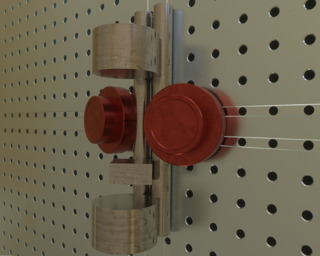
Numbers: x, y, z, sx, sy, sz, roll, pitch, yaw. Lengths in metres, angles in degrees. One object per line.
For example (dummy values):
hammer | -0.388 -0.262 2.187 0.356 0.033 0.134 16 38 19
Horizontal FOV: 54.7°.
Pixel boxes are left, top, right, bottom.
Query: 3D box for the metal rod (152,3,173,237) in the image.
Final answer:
metal rod | 0.003 -0.010 0.406 0.025 0.025 0.298 1 91 40

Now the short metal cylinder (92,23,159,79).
short metal cylinder | -0.041 -0.090 0.379 0.080 0.081 0.050 1 91 40

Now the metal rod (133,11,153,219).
metal rod | -0.024 -0.008 0.429 0.025 0.025 0.298 1 91 40

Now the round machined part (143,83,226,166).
round machined part | 0.024 -0.004 0.361 0.098 0.042 0.097 0 90 25

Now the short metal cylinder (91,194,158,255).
short metal cylinder | -0.043 0.115 0.381 0.080 0.081 0.050 1 91 40

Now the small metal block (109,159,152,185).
small metal block | -0.035 0.054 0.392 0.050 0.050 0.025 1 91 -2

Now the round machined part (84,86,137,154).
round machined part | -0.077 -0.011 0.446 0.098 0.042 0.097 0 90 54
